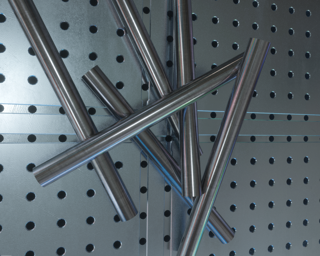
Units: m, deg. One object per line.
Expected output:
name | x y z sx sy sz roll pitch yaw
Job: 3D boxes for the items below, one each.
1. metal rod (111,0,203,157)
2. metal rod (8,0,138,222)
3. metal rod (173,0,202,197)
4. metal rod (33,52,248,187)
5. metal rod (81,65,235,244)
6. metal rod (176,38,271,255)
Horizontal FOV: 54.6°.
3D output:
metal rod | -0.015 -0.094 0.406 0.025 0.025 0.299 -28 100 -18
metal rod | -0.102 -0.021 0.374 0.025 0.025 0.299 -28 99 -18
metal rod | 0.034 -0.064 0.404 0.025 0.025 0.299 0 82 -20
metal rod | -0.006 -0.018 0.368 0.301 0.025 0.025 -30 100 -8
metal rod | 0.005 0.044 0.414 0.025 0.025 0.300 -43 104 -15
metal rod | 0.074 0.040 0.389 0.025 0.025 0.298 11 104 -20
